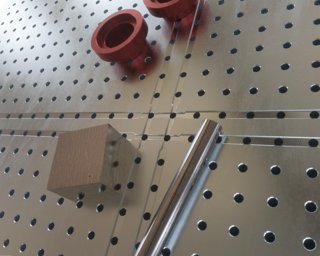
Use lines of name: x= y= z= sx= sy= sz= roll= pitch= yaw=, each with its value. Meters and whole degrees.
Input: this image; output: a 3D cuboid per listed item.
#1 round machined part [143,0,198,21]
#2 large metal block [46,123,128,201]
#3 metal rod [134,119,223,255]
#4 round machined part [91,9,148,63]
round machined part: x=0.024 y=-0.221 z=0.520 sx=0.098 sy=0.042 sz=0.098 roll=-13 pitch=56 yaw=21
large metal block: x=-0.094 y=0.047 z=0.413 sx=0.080 sy=0.050 sz=0.080 roll=-11 pitch=57 yaw=22
metal rod: x=-0.006 y=0.122 z=0.336 sx=0.025 sy=0.025 sz=0.300 roll=18 pitch=71 yaw=35
round machined part: x=-0.063 y=-0.149 z=0.522 sx=0.098 sy=0.042 sz=0.098 roll=-13 pitch=56 yaw=21
